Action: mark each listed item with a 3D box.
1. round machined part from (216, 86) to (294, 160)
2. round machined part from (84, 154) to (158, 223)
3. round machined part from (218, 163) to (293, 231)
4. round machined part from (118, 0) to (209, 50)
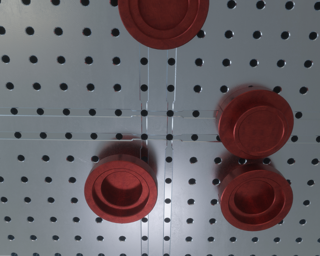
[{"bbox_3d":[0.126,-0.002,0.404,0.099,0.042,0.097,0,110,0],"label":"round machined part"},{"bbox_3d":[-0.052,0.080,0.433,0.099,0.042,0.097,0,110,0],"label":"round machined part"},{"bbox_3d":[0.131,0.093,0.439,0.099,0.042,0.097,0,110,0],"label":"round machined part"},{"bbox_3d":[0.004,-0.141,0.352,0.099,0.042,0.097,0,110,0],"label":"round machined part"}]
